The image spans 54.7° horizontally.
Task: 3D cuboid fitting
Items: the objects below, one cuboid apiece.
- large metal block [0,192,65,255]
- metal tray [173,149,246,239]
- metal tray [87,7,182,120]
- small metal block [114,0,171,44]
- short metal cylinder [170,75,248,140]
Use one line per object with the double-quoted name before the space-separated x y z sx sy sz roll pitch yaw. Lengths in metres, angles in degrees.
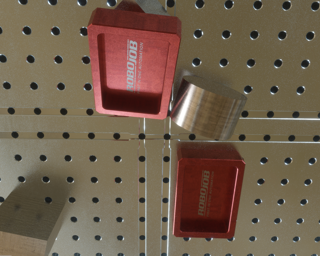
"large metal block" -0.189 0.142 0.434 0.081 0.080 0.050 14 110 -6
"metal tray" 0.067 0.097 0.447 0.091 0.030 0.129 2 110 -2
"metal tray" -0.029 -0.066 0.352 0.091 0.030 0.129 6 141 -3
"small metal block" -0.017 -0.128 0.350 0.025 0.050 0.050 -33 109 34
"short metal cylinder" 0.058 -0.026 0.375 0.080 0.080 0.050 16 109 -6
